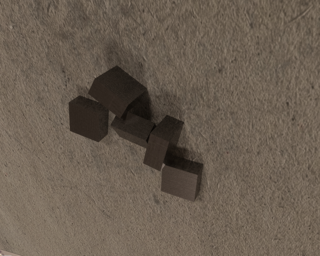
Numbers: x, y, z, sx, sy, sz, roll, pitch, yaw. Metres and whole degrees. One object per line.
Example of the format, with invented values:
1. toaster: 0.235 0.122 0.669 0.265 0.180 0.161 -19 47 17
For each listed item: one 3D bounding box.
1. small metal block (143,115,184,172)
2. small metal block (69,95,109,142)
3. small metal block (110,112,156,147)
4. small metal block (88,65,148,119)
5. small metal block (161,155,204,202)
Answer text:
1. small metal block: 0.005 0.019 0.399 0.025 0.050 0.050 24 127 13
2. small metal block: -0.103 -0.013 0.451 0.050 0.025 0.050 20 126 16
3. small metal block: -0.031 0.003 0.407 0.050 0.025 0.050 23 166 13
4. small metal block: -0.052 -0.046 0.388 0.050 0.050 0.025 38 129 2
5. small metal block: 0.030 0.070 0.433 0.050 0.025 0.050 15 125 19
